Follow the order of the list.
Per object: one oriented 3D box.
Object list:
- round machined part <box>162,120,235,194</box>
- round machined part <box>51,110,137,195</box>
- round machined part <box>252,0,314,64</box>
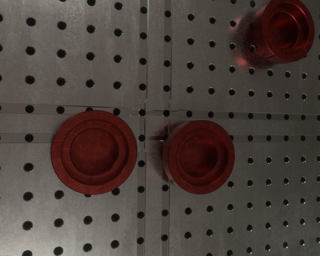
[{"bbox_3d":[0.049,0.038,0.423,0.099,0.042,0.097,0,90,-20],"label":"round machined part"},{"bbox_3d":[-0.080,0.028,0.375,0.099,0.042,0.097,0,90,-21],"label":"round machined part"},{"bbox_3d":[0.182,-0.146,0.472,0.099,0.042,0.097,0,90,-21],"label":"round machined part"}]
